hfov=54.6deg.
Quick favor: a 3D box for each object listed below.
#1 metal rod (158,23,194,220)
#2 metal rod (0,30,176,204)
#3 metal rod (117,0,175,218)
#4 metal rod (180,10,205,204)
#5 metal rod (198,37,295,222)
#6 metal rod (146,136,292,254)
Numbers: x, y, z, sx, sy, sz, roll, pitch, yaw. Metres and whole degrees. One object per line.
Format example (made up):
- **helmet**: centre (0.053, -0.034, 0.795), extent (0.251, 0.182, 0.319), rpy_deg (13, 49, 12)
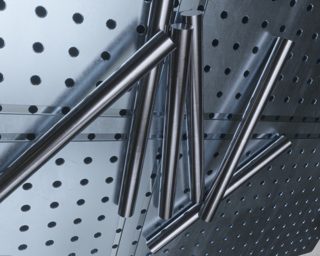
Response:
- **metal rod**: centre (0.017, 0.014, 0.418), extent (0.025, 0.025, 0.298), rpy_deg (-12, 127, -22)
- **metal rod**: centre (-0.104, 0.004, 0.339), extent (0.300, 0.025, 0.025), rpy_deg (-41, 130, 6)
- **metal rod**: centre (-0.023, -0.007, 0.393), extent (0.025, 0.025, 0.298), rpy_deg (-3, 120, -27)
- **metal rod**: centre (0.049, -0.007, 0.432), extent (0.025, 0.025, 0.298), rpy_deg (-19, 126, -18)
- **metal rod**: centre (0.125, 0.012, 0.470), extent (0.025, 0.025, 0.298), rpy_deg (10, 108, -33)
- **metal rod**: centre (0.103, 0.114, 0.536), extent (0.301, 0.025, 0.025), rpy_deg (-37, 129, -4)
